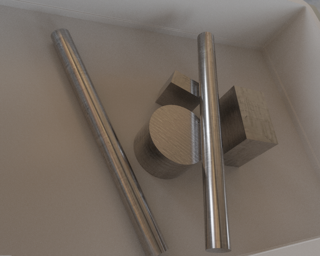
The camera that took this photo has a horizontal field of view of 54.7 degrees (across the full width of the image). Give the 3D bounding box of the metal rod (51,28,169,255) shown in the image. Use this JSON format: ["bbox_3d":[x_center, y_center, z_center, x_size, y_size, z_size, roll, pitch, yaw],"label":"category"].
[{"bbox_3d":[-0.067,0.005,0.367,0.025,0.025,0.299,-15,70,-35],"label":"metal rod"}]

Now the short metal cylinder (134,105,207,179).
[{"bbox_3d":[0.014,0.018,0.388,0.081,0.050,0.080,14,56,-21],"label":"short metal cylinder"}]

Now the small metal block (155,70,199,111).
[{"bbox_3d":[0.029,-0.046,0.435,0.050,0.050,0.025,28,52,-12],"label":"small metal block"}]

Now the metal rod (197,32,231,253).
[{"bbox_3d":[0.062,-0.007,0.381,0.025,0.025,0.300,16,55,-20],"label":"metal rod"}]

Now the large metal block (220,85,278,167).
[{"bbox_3d":[0.106,0.000,0.430,0.050,0.080,0.080,10,58,-24],"label":"large metal block"}]
